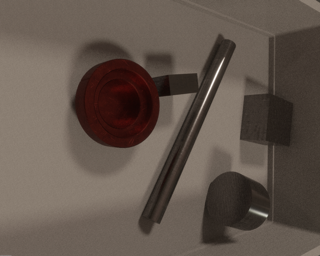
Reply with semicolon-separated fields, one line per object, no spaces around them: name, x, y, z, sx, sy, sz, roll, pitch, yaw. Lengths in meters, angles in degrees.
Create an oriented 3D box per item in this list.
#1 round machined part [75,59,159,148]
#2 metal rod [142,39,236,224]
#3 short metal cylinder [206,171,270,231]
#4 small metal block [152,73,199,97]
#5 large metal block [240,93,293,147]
round machined part;-0.051;-0.027;0.354;0.099;0.042;0.097;0;90;-40
metal rod;0.050;-0.008;0.450;0.025;0.025;0.300;40;66;-33
short metal cylinder;0.118;0.112;0.473;0.050;0.080;0.080;27;73;-37
small metal block;0.014;-0.055;0.404;0.050;0.050;0.025;-11;98;-40
large metal block;0.192;-0.012;0.555;0.081;0.050;0.080;12;82;-40
